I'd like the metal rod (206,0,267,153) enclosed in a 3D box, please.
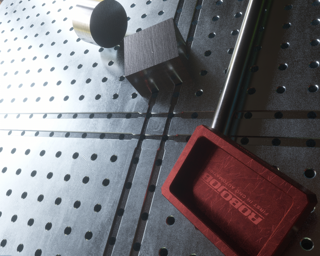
[{"bbox_3d":[0.111,-0.104,0.412,0.025,0.025,0.300,7,65,31],"label":"metal rod"}]

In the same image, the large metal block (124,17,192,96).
[{"bbox_3d":[-0.005,-0.104,0.457,0.080,0.050,0.080,-18,55,17],"label":"large metal block"}]

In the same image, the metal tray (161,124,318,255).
[{"bbox_3d":[0.070,0.066,0.307,0.130,0.030,0.090,37,103,38],"label":"metal tray"}]

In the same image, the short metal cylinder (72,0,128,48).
[{"bbox_3d":[-0.103,-0.184,0.538,0.050,0.080,0.080,26,76,36],"label":"short metal cylinder"}]
